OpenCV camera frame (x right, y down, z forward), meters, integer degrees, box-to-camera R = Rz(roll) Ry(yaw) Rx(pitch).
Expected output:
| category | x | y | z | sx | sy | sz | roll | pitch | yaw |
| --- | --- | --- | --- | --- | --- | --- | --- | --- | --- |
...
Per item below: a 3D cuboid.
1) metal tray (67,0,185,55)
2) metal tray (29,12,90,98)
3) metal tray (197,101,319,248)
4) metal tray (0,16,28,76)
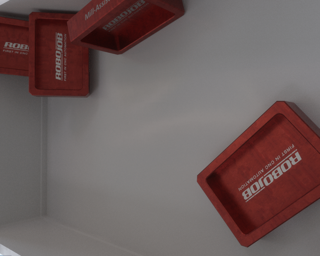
| category | x | y | z | sx | sy | sz | roll | pitch | yaw |
| --- | --- | --- | --- | --- | --- | --- | --- | --- | --- |
| metal tray | -0.046 | -0.142 | 0.402 | 0.130 | 0.091 | 0.030 | -20 | 77 | 38 |
| metal tray | -0.160 | -0.115 | 0.498 | 0.030 | 0.091 | 0.129 | -179 | 89 | -82 |
| metal tray | 0.109 | 0.047 | 0.313 | 0.129 | 0.030 | 0.090 | -49 | 61 | 28 |
| metal tray | -0.221 | -0.132 | 0.523 | 0.030 | 0.131 | 0.089 | -162 | 76 | -70 |
